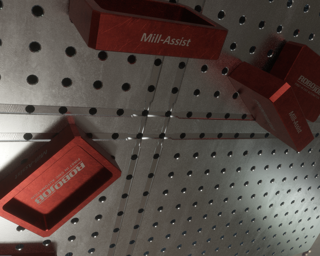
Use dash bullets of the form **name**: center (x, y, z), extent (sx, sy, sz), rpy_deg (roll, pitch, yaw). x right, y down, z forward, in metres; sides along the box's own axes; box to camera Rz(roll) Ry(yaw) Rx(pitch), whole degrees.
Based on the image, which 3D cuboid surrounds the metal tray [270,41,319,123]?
- **metal tray**: center (0.221, -0.068, 0.482), extent (0.131, 0.030, 0.089), rpy_deg (16, 105, -37)

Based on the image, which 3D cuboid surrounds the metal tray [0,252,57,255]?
- **metal tray**: center (-0.209, 0.237, 0.442), extent (0.091, 0.030, 0.129), rpy_deg (13, 112, -34)

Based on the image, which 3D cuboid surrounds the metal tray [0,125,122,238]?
- **metal tray**: center (-0.125, 0.068, 0.382), extent (0.130, 0.030, 0.090), rpy_deg (-40, 130, -1)

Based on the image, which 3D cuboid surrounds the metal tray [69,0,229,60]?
- **metal tray**: center (-0.012, -0.101, 0.299), extent (0.131, 0.090, 0.030), rpy_deg (-2, 125, -28)

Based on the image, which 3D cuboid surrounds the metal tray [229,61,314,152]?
- **metal tray**: center (0.159, -0.029, 0.440), extent (0.030, 0.090, 0.130), rpy_deg (-44, 130, 2)
